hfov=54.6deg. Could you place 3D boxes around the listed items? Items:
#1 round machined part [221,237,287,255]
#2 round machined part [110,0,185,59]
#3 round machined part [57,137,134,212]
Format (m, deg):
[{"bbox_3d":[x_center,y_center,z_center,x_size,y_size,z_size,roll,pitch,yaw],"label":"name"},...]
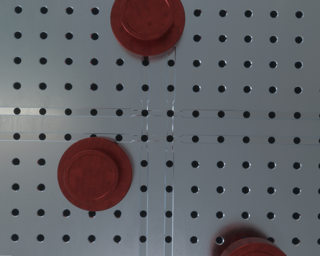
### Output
[{"bbox_3d":[0.121,0.191,0.406,0.099,0.042,0.097,0,90,0],"label":"round machined part"},{"bbox_3d":[-0.016,-0.143,0.405,0.099,0.042,0.097,0,90,0],"label":"round machined part"},{"bbox_3d":[-0.085,0.061,0.404,0.099,0.042,0.097,0,90,0],"label":"round machined part"}]
